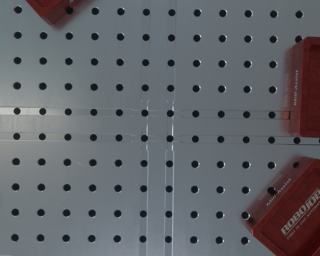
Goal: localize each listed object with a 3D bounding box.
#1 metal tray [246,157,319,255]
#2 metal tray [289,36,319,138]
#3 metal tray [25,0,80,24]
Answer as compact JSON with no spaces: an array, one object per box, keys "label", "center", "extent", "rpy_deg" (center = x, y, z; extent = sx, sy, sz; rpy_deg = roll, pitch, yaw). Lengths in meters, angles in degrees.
[{"label":"metal tray","center":[0.191,0.115,0.412],"extent":[0.090,0.030,0.130],"rpy_deg":[41,90,0]},{"label":"metal tray","center":[0.226,-0.051,0.412],"extent":[0.090,0.030,0.129],"rpy_deg":[3,90,0]},{"label":"metal tray","center":[-0.131,-0.215,0.409],"extent":[0.130,0.030,0.090],"rpy_deg":[-41,90,0]}]
